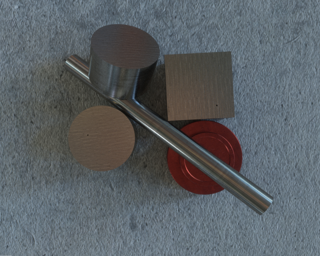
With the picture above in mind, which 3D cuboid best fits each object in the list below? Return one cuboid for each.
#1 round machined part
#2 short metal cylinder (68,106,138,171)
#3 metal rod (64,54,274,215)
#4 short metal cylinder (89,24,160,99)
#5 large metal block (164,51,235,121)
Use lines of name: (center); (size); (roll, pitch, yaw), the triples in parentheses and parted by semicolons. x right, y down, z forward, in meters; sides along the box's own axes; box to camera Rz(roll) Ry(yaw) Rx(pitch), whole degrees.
round machined part: (0.058, 0.038, 0.402); (0.099, 0.042, 0.097); (0, 90, 0)
short metal cylinder: (-0.071, 0.012, 0.399); (0.081, 0.050, 0.080); (0, 90, 0)
metal rod: (0.001, 0.000, 0.377); (0.300, 0.025, 0.025); (36, 90, 13)
short metal cylinder: (-0.045, -0.082, 0.379); (0.081, 0.050, 0.080); (9, 51, -11)
large metal block: (0.048, -0.051, 0.397); (0.081, 0.050, 0.080); (-3, 90, 0)
